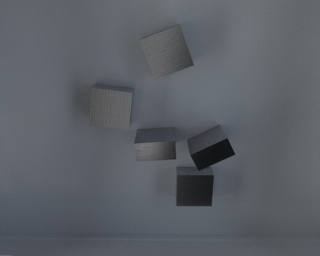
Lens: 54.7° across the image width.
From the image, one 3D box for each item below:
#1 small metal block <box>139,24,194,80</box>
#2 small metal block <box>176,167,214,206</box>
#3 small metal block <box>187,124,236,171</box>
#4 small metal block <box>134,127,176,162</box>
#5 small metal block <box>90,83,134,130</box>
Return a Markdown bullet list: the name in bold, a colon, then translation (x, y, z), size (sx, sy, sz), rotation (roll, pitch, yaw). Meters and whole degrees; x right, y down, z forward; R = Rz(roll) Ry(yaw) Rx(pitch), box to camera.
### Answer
- **small metal block**: translation (0.008, -0.093, 0.377), size (0.050, 0.025, 0.050), rotation (-20, 109, 7)
- **small metal block**: translation (0.048, 0.083, 0.442), size (0.050, 0.025, 0.050), rotation (0, 110, 0)
- **small metal block**: translation (0.066, 0.025, 0.407), size (0.050, 0.050, 0.025), rotation (-26, 108, 9)
- **small metal block**: translation (-0.006, 0.020, 0.405), size (0.050, 0.050, 0.025), rotation (-4, 110, 1)
- **small metal block**: translation (-0.062, -0.028, 0.400), size (0.050, 0.025, 0.050), rotation (7, 110, -3)
